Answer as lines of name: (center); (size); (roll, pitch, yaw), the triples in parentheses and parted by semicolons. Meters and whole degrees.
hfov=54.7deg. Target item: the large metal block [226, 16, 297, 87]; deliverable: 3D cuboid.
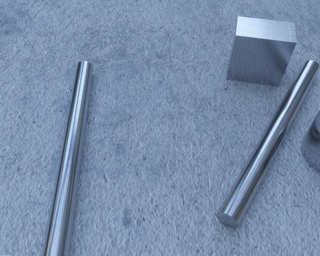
large metal block: (0.148, -0.113, 0.464); (0.080, 0.080, 0.050); (10, 51, 8)

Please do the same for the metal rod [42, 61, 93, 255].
metal rod: (-0.108, 0.020, 0.385); (0.025, 0.025, 0.300); (-2, 50, -2)

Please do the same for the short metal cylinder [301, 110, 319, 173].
short metal cylinder: (0.221, 0.016, 0.375); (0.081, 0.050, 0.080); (0, 50, 0)

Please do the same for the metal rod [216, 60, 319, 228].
metal rod: (0.153, 0.001, 0.403); (0.025, 0.025, 0.301); (27, 55, 21)
